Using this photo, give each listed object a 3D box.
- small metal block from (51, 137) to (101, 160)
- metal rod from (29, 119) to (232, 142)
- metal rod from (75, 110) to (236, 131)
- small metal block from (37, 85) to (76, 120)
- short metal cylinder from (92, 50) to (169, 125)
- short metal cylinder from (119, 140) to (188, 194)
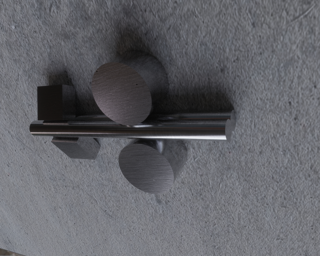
[{"bbox_3d":[-0.129,0.025,0.479,0.050,0.025,0.050,0,145,27],"label":"small metal block"},{"bbox_3d":[-0.058,0.001,0.408,0.300,0.025,0.025,0,119,28],"label":"metal rod"},{"bbox_3d":[-0.048,-0.010,0.428,0.300,0.025,0.025,0,119,28],"label":"metal rod"},{"bbox_3d":[-0.152,-0.036,0.454,0.050,0.025,0.050,0,91,28],"label":"small metal block"},{"bbox_3d":[-0.035,-0.050,0.380,0.080,0.050,0.079,13,124,21],"label":"short metal cylinder"},{"bbox_3d":[-0.009,0.042,0.423,0.080,0.050,0.079,13,124,21],"label":"short metal cylinder"}]
